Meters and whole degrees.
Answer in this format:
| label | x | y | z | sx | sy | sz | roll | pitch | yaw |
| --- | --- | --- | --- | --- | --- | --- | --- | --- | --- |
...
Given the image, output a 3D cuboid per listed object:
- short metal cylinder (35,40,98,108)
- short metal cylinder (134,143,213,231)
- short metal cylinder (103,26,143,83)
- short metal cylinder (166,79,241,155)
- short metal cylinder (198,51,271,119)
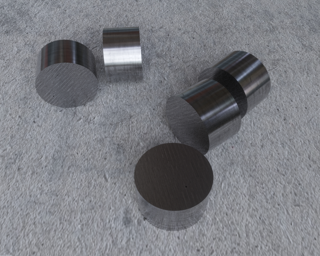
| label | x | y | z | sx | sy | sz | roll | pitch | yaw |
| --- | --- | --- | --- | --- | --- | --- | --- | --- | --- |
| short metal cylinder | -0.128 | -0.074 | 0.428 | 0.081 | 0.080 | 0.050 | -9 | 51 | -8 |
| short metal cylinder | 0.014 | 0.063 | 0.334 | 0.080 | 0.050 | 0.080 | 0 | 50 | 0 |
| short metal cylinder | -0.053 | -0.107 | 0.457 | 0.050 | 0.080 | 0.080 | -4 | 50 | -3 |
| short metal cylinder | 0.051 | -0.013 | 0.379 | 0.050 | 0.080 | 0.080 | -30 | 56 | -23 |
| short metal cylinder | 0.098 | -0.056 | 0.415 | 0.050 | 0.080 | 0.080 | -37 | 59 | -27 |
